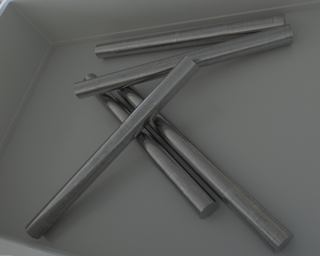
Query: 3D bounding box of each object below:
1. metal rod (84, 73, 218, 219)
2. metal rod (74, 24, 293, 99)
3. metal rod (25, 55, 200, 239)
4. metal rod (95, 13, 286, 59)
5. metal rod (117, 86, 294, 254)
[{"bbox_3d":[-0.032,0.004,0.418,0.025,0.025,0.300,-43,51,-2],"label":"metal rod"},{"bbox_3d":[0.022,-0.087,0.425,0.301,0.025,0.025,-13,56,13],"label":"metal rod"},{"bbox_3d":[-0.063,0.028,0.393,0.300,0.025,0.025,-46,51,5],"label":"metal rod"},{"bbox_3d":[0.029,-0.135,0.471,0.300,0.025,0.025,-1,62,27],"label":"metal rod"},{"bbox_3d":[0.029,0.023,0.374,0.025,0.025,0.300,-43,51,-2],"label":"metal rod"}]
